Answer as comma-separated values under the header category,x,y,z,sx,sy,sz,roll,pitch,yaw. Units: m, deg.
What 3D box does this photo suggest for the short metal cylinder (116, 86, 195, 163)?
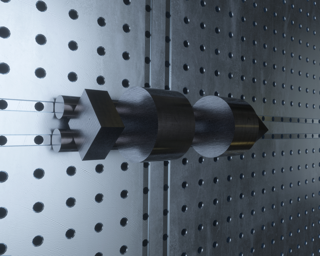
category,x,y,z,sx,sy,sz,roll,pitch,yaw
short metal cylinder,-0.008,-0.003,0.338,0.050,0.080,0.080,1,90,-40

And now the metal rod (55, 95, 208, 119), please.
category,x,y,z,sx,sy,sz,roll,pitch,yaw
metal rod,0.011,-0.020,0.419,0.302,0.025,0.025,1,90,-40

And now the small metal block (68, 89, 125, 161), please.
category,x,y,z,sx,sy,sz,roll,pitch,yaw
small metal block,-0.065,-0.003,0.309,0.025,0.050,0.050,1,47,-40

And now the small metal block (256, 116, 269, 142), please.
category,x,y,z,sx,sy,sz,roll,pitch,yaw
small metal block,0.126,0.000,0.469,0.025,0.050,0.050,1,49,-40

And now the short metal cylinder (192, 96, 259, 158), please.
category,x,y,z,sx,sy,sz,roll,pitch,yaw
short metal cylinder,0.083,-0.002,0.414,0.050,0.080,0.080,1,90,-40

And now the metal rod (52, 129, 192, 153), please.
category,x,y,z,sx,sy,sz,roll,pitch,yaw
metal rod,0.009,0.015,0.417,0.302,0.025,0.025,1,90,-40
